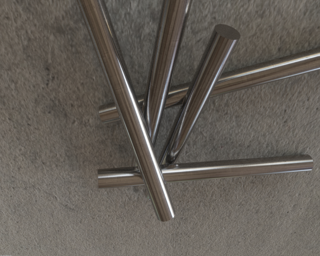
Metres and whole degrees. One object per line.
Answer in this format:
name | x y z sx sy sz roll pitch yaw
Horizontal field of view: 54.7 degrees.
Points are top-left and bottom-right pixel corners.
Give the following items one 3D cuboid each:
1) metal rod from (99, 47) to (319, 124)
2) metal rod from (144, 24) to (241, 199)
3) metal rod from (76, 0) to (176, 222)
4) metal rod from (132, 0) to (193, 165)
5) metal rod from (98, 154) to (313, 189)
metal rod | 0.072 -0.051 0.364 0.301 0.025 0.025 -14 129 11
metal rod | 0.024 0.009 0.389 0.025 0.025 0.298 11 137 -10
metal rod | -0.034 -0.020 0.338 0.025 0.025 0.298 -13 113 10
metal rod | -0.004 -0.035 0.340 0.025 0.025 0.298 8 134 -7
metal rod | 0.070 0.057 0.420 0.302 0.025 0.025 -2 131 -13
